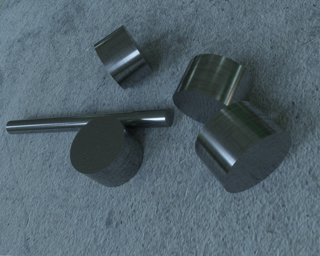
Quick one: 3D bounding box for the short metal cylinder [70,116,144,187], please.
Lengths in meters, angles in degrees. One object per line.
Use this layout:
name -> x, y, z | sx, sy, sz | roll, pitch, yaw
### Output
short metal cylinder -> -0.069, 0.031, 0.405 | 0.080, 0.050, 0.080 | -13, 56, 21

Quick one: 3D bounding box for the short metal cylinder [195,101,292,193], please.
short metal cylinder -> 0.083, 0.020, 0.313 | 0.080, 0.080, 0.050 | -39, 51, 2

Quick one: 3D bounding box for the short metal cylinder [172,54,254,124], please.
short metal cylinder -> 0.062, -0.041, 0.361 | 0.080, 0.080, 0.050 | 14, 69, 34

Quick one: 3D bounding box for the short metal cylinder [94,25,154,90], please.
short metal cylinder -> -0.053, -0.104, 0.460 | 0.050, 0.080, 0.080 | -32, 52, 7

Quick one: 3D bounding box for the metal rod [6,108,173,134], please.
metal rod -> -0.122, -0.007, 0.472 | 0.300, 0.025, 0.025 | -3, 61, 26
